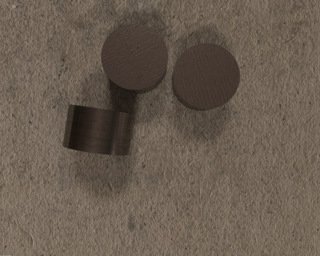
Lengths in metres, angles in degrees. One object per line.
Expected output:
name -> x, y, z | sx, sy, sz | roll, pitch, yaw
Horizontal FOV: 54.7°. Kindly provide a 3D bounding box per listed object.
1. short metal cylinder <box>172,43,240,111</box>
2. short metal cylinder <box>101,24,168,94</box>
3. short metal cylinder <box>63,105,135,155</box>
short metal cylinder -> 0.056, -0.063, 0.398 | 0.081, 0.050, 0.079 | 0, 90, -1
short metal cylinder -> -0.031, -0.086, 0.397 | 0.081, 0.050, 0.079 | 0, 90, -1
short metal cylinder -> -0.075, 0.002, 0.382 | 0.081, 0.080, 0.050 | 9, 90, -1
